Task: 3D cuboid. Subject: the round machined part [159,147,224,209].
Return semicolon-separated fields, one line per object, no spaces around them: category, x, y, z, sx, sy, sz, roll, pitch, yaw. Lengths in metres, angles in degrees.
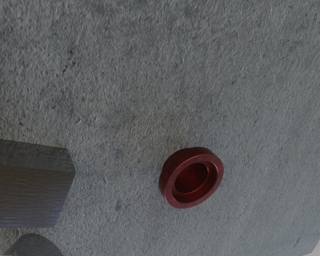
round machined part;0.042;0.069;0.462;0.099;0.042;0.097;-14;124;-21

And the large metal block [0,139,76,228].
large metal block;-0.151;0.064;0.348;0.081;0.050;0.080;13;112;-34

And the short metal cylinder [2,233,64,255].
short metal cylinder;-0.166;0.183;0.394;0.050;0.080;0.080;-45;129;3
